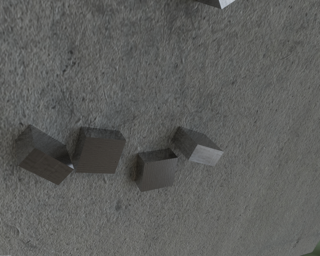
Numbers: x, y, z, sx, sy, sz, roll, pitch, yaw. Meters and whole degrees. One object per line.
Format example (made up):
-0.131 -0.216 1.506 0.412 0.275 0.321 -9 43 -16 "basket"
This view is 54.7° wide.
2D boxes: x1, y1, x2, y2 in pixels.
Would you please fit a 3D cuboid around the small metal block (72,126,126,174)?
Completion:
-0.076 0.028 0.383 0.050 0.025 0.050 7 115 -32 "small metal block"

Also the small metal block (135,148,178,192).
-0.006 0.059 0.440 0.050 0.025 0.050 -7 121 -25 "small metal block"

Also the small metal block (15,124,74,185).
-0.127 0.029 0.339 0.025 0.050 0.050 -46 129 4 "small metal block"

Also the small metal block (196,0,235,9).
0.053 -0.157 0.322 0.025 0.050 0.050 -35 129 -5 "small metal block"

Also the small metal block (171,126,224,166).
0.052 0.026 0.435 0.050 0.050 0.025 17 110 -35 "small metal block"
